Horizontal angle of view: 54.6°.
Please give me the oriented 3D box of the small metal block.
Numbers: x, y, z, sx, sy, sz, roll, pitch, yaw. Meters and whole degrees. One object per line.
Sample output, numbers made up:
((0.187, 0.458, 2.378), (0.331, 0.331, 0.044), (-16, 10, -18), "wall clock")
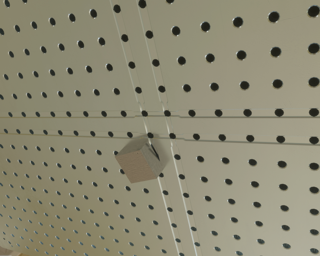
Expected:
((-0.031, 0.052, 0.460), (0.050, 0.025, 0.050), (-17, 110, 35), "small metal block")
